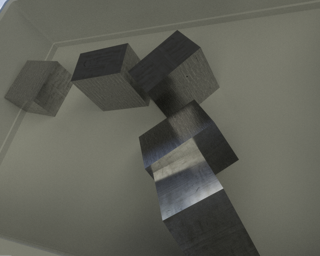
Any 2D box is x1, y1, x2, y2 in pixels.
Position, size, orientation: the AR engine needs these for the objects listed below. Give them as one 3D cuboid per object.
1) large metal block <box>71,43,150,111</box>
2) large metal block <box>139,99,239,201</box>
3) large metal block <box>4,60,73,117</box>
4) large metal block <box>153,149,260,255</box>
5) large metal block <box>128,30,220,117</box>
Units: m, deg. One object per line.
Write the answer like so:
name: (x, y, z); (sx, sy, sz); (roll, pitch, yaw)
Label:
large metal block: (-0.065, -0.069, 0.448); (0.080, 0.080, 0.050); (-5, 60, 26)
large metal block: (0.027, 0.021, 0.342); (0.080, 0.050, 0.080); (-34, 22, 5)
large metal block: (-0.209, -0.070, 0.543); (0.080, 0.050, 0.080); (9, 66, 32)
large metal block: (0.039, 0.077, 0.275); (0.050, 0.080, 0.080); (-29, 18, 3)
large metal block: (0.020, -0.062, 0.398); (0.080, 0.080, 0.050); (-40, 51, 1)
